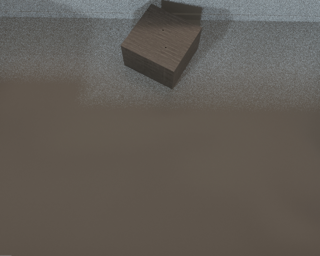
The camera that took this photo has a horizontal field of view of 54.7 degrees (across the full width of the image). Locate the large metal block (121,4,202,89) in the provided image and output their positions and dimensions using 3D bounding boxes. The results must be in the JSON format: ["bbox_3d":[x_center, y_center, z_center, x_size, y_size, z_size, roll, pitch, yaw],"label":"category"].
[{"bbox_3d":[0.003,-0.115,0.438,0.080,0.050,0.080,28,72,9],"label":"large metal block"}]
